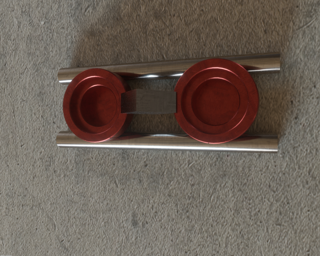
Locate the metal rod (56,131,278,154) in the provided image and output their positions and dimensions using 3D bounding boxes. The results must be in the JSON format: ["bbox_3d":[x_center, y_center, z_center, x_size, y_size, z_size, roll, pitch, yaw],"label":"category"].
[{"bbox_3d":[-0.005,0.017,0.411,0.301,0.025,0.025,0,90,19],"label":"metal rod"}]

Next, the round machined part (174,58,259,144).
[{"bbox_3d":[0.068,-0.031,0.371,0.098,0.042,0.097,0,90,20],"label":"round machined part"}]

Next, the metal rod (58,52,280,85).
[{"bbox_3d":[-0.002,-0.076,0.410,0.301,0.025,0.025,0,90,19],"label":"metal rod"}]

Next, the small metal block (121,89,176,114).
[{"bbox_3d":[-0.015,-0.030,0.374,0.050,0.050,0.025,-1,89,63],"label":"small metal block"}]

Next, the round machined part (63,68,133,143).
[{"bbox_3d":[-0.079,-0.030,0.424,0.098,0.042,0.097,0,90,20],"label":"round machined part"}]
